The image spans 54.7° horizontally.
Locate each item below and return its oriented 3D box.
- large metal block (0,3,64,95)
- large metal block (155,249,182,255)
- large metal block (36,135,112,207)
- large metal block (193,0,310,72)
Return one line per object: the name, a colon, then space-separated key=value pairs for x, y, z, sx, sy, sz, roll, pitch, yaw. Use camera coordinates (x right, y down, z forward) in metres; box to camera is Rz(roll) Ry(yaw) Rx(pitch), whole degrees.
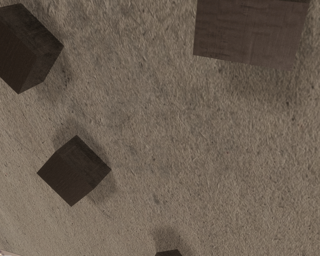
large metal block: x=-0.192 y=-0.107 z=0.423 sx=0.080 sy=0.050 sz=0.080 roll=45 pitch=129 yaw=-4
large metal block: x=0.018 y=0.270 z=0.527 sx=0.050 sy=0.080 sz=0.080 roll=-27 pitch=104 yaw=37
large metal block: x=-0.141 y=0.071 z=0.507 sx=0.080 sy=0.050 sz=0.080 roll=46 pitch=129 yaw=-5
large metal block: x=0.082 y=-0.093 z=0.270 sx=0.080 sy=0.080 sz=0.050 roll=15 pitch=124 yaw=19
